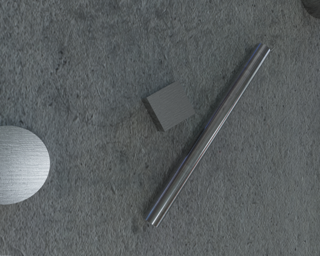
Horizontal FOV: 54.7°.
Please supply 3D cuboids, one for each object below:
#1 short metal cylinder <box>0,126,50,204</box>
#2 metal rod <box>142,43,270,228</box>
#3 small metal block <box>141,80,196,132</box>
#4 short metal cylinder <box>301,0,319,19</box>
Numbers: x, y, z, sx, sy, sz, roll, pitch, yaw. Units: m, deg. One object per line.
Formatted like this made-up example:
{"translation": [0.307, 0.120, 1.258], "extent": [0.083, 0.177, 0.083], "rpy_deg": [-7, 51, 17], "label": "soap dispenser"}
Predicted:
{"translation": [-0.162, 0.037, 0.336], "extent": [0.081, 0.050, 0.079], "rpy_deg": [0, 90, -20], "label": "short metal cylinder"}
{"translation": [0.071, 0.002, 0.434], "extent": [0.025, 0.025, 0.300], "rpy_deg": [38, 78, -16], "label": "metal rod"}
{"translation": [0.011, -0.029, 0.413], "extent": [0.050, 0.025, 0.050], "rpy_deg": [-31, 100, -17], "label": "small metal block"}
{"translation": [0.275, -0.223, 0.497], "extent": [0.081, 0.050, 0.079], "rpy_deg": [0, 90, -20], "label": "short metal cylinder"}
